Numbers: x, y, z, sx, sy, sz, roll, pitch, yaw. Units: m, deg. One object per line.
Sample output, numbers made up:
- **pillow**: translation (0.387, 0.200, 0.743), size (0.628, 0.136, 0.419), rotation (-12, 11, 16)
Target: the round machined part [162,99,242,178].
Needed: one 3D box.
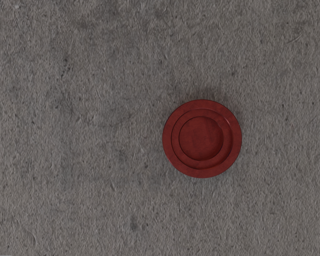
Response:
- **round machined part**: translation (0.052, 0.013, 0.402), size (0.099, 0.042, 0.097), rotation (0, 90, 0)
